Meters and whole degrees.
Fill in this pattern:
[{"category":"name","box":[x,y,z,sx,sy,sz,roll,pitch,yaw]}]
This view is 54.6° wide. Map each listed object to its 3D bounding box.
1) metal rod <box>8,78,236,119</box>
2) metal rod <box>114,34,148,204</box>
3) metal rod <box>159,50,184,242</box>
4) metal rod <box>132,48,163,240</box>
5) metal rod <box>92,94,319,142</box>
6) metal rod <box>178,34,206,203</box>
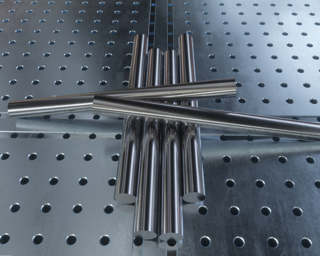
[{"category":"metal rod","box":[-0.054,-0.038,0.410,0.301,0.025,0.025,-5,50,7]},{"category":"metal rod","box":[-0.035,-0.037,0.438,0.025,0.025,0.300,1,50,1]},{"category":"metal rod","box":[0.015,-0.003,0.412,0.025,0.025,0.300,1,50,1]},{"category":"metal rod","box":[-0.012,-0.006,0.411,0.025,0.025,0.300,1,50,1]},{"category":"metal rod","box":[0.069,-0.011,0.390,0.302,0.025,0.025,7,50,-6]},{"category":"metal rod","box":[0.041,-0.038,0.439,0.025,0.025,0.300,1,50,1]}]
